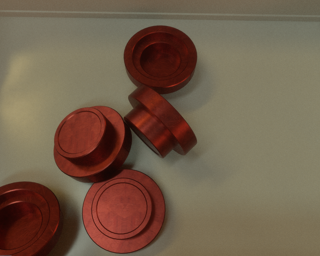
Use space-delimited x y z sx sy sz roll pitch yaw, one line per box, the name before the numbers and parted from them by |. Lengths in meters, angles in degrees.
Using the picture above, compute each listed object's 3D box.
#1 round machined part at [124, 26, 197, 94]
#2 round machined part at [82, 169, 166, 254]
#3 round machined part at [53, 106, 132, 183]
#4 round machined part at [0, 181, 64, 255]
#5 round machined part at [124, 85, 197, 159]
round machined part | 0.001 -0.090 0.434 0.099 0.042 0.098 0 70 -1
round machined part | -0.043 0.096 0.365 0.099 0.042 0.098 0 70 -1
round machined part | -0.088 0.014 0.378 0.098 0.042 0.098 -9 59 16
round machined part | -0.158 0.112 0.346 0.099 0.042 0.098 2 47 -2
round machined part | -0.005 -0.001 0.372 0.042 0.098 0.098 -44 76 -9
